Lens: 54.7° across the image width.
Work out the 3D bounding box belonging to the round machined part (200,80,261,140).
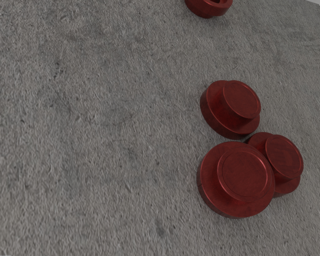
[{"bbox_3d":[0.114,-0.034,0.475,0.099,0.042,0.098,14,56,-21],"label":"round machined part"}]

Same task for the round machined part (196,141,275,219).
[{"bbox_3d":[0.099,0.062,0.390,0.099,0.042,0.098,3,67,-8],"label":"round machined part"}]

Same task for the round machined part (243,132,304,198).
[{"bbox_3d":[0.169,0.048,0.454,0.099,0.042,0.098,14,56,-21],"label":"round machined part"}]

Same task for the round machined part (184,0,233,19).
[{"bbox_3d":[0.086,-0.249,0.591,0.099,0.042,0.098,14,56,-21],"label":"round machined part"}]
